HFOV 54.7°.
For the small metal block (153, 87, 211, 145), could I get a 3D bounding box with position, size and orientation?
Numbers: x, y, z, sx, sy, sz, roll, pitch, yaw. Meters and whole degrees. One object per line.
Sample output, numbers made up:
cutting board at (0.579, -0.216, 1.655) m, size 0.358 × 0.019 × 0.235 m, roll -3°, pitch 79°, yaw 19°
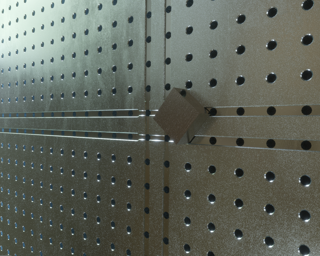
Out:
small metal block at (0.026, -0.015, 0.386) m, size 0.050 × 0.025 × 0.050 m, roll 49°, pitch 118°, yaw 28°
